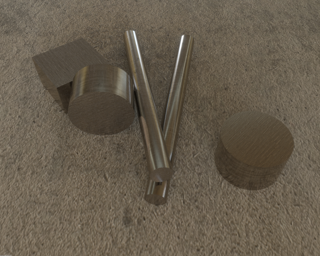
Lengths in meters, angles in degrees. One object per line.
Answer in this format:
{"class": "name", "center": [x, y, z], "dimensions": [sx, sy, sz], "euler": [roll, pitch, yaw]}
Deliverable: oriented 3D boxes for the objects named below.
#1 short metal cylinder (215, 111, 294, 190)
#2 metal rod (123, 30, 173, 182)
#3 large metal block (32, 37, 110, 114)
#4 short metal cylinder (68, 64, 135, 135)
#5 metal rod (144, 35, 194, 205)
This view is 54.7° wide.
{"class": "short metal cylinder", "center": [0.109, 0.026, 0.366], "dimensions": [0.081, 0.050, 0.080], "euler": [0, 50, 0]}
{"class": "metal rod", "center": [-0.025, -0.054, 0.430], "dimensions": [0.025, 0.025, 0.300], "euler": [-8, 45, -7]}
{"class": "large metal block", "center": [-0.125, -0.078, 0.452], "dimensions": [0.081, 0.050, 0.080], "euler": [-30, 57, -23]}
{"class": "short metal cylinder", "center": [-0.073, -0.035, 0.396], "dimensions": [0.081, 0.080, 0.050], "euler": [-3, 50, -3]}
{"class": "metal rod", "center": [0.020, -0.035, 0.432], "dimensions": [0.025, 0.025, 0.300], "euler": [8, 50, 6]}
